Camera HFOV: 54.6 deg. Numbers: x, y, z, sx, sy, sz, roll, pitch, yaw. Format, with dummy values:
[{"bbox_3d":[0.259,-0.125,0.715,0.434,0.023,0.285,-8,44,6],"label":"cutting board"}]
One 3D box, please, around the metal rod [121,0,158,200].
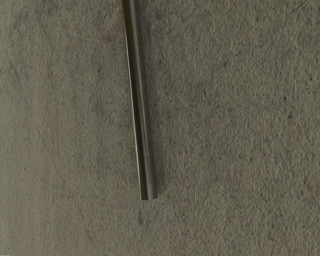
[{"bbox_3d":[-0.030,-0.053,0.431,0.025,0.025,0.299,-10,84,40],"label":"metal rod"}]
